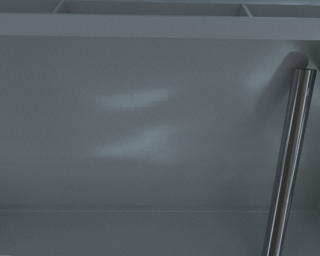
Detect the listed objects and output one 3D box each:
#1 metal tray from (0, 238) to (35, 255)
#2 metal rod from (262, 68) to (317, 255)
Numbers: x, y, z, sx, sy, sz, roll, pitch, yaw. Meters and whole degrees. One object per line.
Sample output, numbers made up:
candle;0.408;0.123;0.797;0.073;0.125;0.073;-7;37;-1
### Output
metal tray;-0.308;0.282;0.643;0.090;0.030;0.130;-15;129;12
metal rod;0.160;0.074;0.400;0.025;0.025;0.298;2;107;-2
